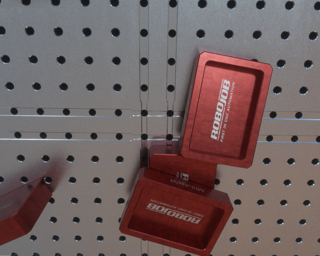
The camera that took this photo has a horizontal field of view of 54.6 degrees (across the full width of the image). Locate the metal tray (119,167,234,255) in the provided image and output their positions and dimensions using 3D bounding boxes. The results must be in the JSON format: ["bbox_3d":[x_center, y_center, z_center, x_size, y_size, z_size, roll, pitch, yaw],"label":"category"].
[{"bbox_3d":[0.021,0.115,0.420,0.131,0.030,0.089,19,109,-7],"label":"metal tray"}]

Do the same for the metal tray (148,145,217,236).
[{"bbox_3d":[0.029,0.091,0.444,0.090,0.030,0.129,2,110,-1],"label":"metal tray"}]

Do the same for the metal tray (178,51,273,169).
[{"bbox_3d":[0.079,-0.022,0.386,0.090,0.030,0.129,10,96,-4],"label":"metal tray"}]

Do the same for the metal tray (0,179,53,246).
[{"bbox_3d":[-0.223,0.126,0.423,0.130,0.090,0.030,-25,108,8],"label":"metal tray"}]
